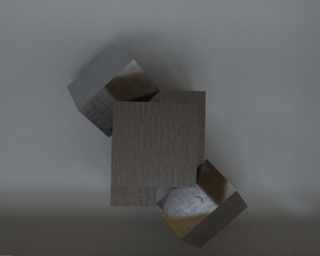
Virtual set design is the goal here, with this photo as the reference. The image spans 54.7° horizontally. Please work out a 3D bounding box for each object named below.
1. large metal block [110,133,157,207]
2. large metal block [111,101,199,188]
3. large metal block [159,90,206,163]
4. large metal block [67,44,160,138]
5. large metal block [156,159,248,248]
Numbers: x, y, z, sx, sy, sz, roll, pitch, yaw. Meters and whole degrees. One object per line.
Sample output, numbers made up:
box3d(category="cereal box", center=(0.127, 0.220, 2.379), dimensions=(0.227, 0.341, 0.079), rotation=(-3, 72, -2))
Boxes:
box3d(category="large metal block", center=(-0.029, 0.047, 0.382), dimensions=(0.050, 0.080, 0.080), rotation=(1, 90, 0))
box3d(category="large metal block", center=(-0.005, 0.015, 0.317), dimensions=(0.081, 0.050, 0.080), rotation=(2, 90, 0))
box3d(category="large metal block", center=(0.024, -0.001, 0.381), dimensions=(0.050, 0.080, 0.080), rotation=(1, 90, 0))
box3d(category="large metal block", center=(-0.059, -0.048, 0.374), dimensions=(0.080, 0.080, 0.050), rotation=(-43, 125, 0))
box3d(category="large metal block", center=(0.053, 0.094, 0.375), dimensions=(0.080, 0.080, 0.050), rotation=(-41, 55, 0))
